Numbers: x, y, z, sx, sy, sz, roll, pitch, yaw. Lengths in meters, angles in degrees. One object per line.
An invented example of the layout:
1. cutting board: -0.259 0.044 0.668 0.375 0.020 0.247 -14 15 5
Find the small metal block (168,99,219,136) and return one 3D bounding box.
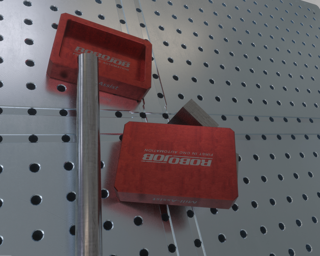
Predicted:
1. small metal block: 0.041 -0.002 0.413 0.050 0.050 0.025 44 44 2

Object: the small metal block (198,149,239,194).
1. small metal block: 0.074 0.060 0.395 0.025 0.050 0.050 23 53 -14

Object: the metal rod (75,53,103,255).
1. metal rod: -0.073 0.055 0.315 0.025 0.025 0.299 5 65 -26

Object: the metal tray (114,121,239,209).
1. metal tray: 0.020 0.041 0.357 0.131 0.030 0.090 4 57 2

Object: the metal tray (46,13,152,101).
1. metal tray: -0.077 -0.096 0.421 0.131 0.030 0.090 13 56 -21
